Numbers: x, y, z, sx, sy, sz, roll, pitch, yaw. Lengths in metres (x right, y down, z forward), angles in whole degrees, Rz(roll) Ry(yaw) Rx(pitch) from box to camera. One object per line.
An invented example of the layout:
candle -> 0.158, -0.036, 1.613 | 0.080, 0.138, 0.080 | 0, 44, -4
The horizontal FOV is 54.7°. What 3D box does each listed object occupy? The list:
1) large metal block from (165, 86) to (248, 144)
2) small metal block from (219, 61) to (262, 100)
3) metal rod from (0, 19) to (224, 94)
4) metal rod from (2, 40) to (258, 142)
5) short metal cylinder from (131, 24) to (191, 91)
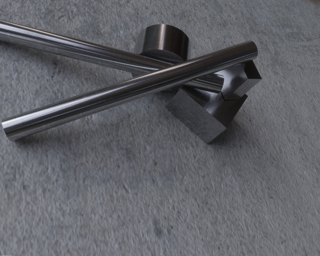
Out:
large metal block -> 0.068, -0.038, 0.449 | 0.080, 0.050, 0.080 | 41, 52, 0
small metal block -> 0.104, -0.073, 0.424 | 0.025, 0.050, 0.050 | -5, 64, -30
metal rod -> -0.066, -0.090, 0.389 | 0.302, 0.025, 0.025 | 12, 56, -8
metal rod -> -0.021, -0.048, 0.357 | 0.302, 0.025, 0.025 | -20, 72, -14
short metal cylinder -> 0.002, -0.096, 0.433 | 0.081, 0.080, 0.050 | 19, 54, -18
